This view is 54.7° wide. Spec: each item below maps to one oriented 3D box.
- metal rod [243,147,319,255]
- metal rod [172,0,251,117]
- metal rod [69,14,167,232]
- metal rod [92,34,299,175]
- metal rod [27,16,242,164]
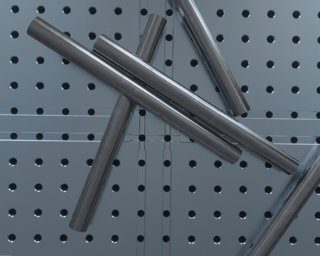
[{"bbox_3d":[0.177,0.103,0.415,0.025,0.025,0.299,35,90,-1],"label":"metal rod"},{"bbox_3d":[0.040,-0.152,0.413,0.025,0.025,0.299,-28,90,0],"label":"metal rod"},{"bbox_3d":[-0.056,-0.007,0.412,0.025,0.025,0.299,21,90,-1],"label":"metal rod"},{"bbox_3d":[0.051,-0.026,0.398,0.301,0.025,0.025,32,90,-7],"label":"metal rod"},{"bbox_3d":[-0.023,-0.041,0.389,0.301,0.025,0.025,32,90,-10],"label":"metal rod"}]
